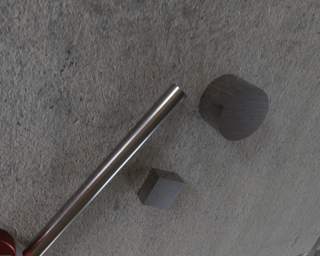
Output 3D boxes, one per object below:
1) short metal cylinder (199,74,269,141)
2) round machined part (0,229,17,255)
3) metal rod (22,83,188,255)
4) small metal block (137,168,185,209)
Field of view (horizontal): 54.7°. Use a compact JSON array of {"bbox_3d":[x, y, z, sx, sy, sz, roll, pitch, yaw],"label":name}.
[{"bbox_3d":[0.102,-0.029,0.431,0.081,0.050,0.079,-14,125,-21],"label":"short metal cylinder"},{"bbox_3d":[-0.229,0.170,0.377,0.099,0.042,0.097,-14,125,-21],"label":"round machined part"},{"bbox_3d":[-0.075,0.062,0.405,0.300,0.025,0.025,-48,129,5],"label":"metal rod"},{"bbox_3d":[0.001,0.091,0.466,0.050,0.025,0.050,19,108,-36],"label":"small metal block"}]
